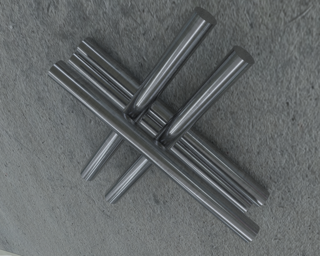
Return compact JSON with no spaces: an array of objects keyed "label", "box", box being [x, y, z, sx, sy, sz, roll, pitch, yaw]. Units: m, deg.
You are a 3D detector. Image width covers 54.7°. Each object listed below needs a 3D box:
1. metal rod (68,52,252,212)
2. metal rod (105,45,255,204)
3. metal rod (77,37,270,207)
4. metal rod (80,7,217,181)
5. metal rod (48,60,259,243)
[{"label":"metal rod","box":[0.002,0.005,0.409,0.300,0.025,0.025,41,129,-1]},{"label":"metal rod","box":[0.003,0.019,0.385,0.025,0.025,0.298,41,129,0]},{"label":"metal rod","box":[0.017,-0.007,0.393,0.300,0.025,0.025,41,129,-1]},{"label":"metal rod","box":[-0.034,-0.017,0.381,0.025,0.025,0.298,41,129,0]},{"label":"metal rod","box":[-0.007,0.027,0.363,0.300,0.025,0.025,40,129,0]}]
